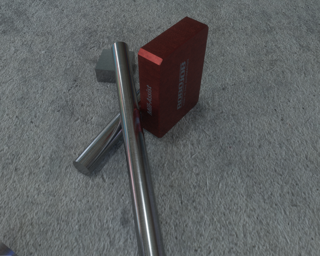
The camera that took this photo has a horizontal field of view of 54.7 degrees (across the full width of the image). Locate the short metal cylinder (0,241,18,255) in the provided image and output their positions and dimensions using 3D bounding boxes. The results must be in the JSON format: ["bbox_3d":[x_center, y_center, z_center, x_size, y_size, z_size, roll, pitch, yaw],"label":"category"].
[{"bbox_3d":[-0.164,0.116,0.268,0.080,0.080,0.050,25,55,19],"label":"short metal cylinder"}]

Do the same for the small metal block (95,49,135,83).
[{"bbox_3d":[-0.068,-0.096,0.483,0.050,0.025,0.050,6,50,4],"label":"small metal block"}]

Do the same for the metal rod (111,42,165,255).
[{"bbox_3d":[-0.032,0.009,0.369,0.025,0.025,0.299,-8,58,-7],"label":"metal rod"}]

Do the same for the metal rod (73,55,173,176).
[{"bbox_3d":[-0.017,-0.052,0.446,0.025,0.025,0.301,24,54,18],"label":"metal rod"}]

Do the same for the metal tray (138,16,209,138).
[{"bbox_3d":[0.016,-0.059,0.384,0.030,0.129,0.090,32,57,24],"label":"metal tray"}]
